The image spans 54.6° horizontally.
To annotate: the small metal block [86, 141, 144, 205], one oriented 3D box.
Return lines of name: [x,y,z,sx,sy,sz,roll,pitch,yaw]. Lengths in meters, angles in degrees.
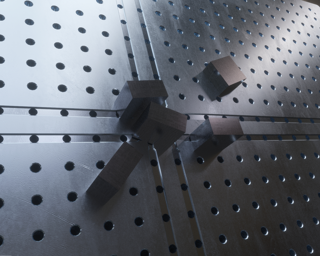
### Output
small metal block: [-0.049,0.049,0.336,0.025,0.050,0.050,37,51,-3]

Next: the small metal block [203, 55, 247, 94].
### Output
small metal block: [0.109,-0.090,0.521,0.050,0.025,0.050,-25,75,-37]

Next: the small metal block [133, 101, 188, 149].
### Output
small metal block: [0.000,-0.002,0.393,0.050,0.050,0.025,21,54,-16]

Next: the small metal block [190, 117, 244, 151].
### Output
small metal block: [0.077,0.009,0.427,0.050,0.050,0.025,1,62,-28]

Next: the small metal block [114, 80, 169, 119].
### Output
small metal block: [-0.025,-0.037,0.401,0.050,0.050,0.025,-7,65,-31]
